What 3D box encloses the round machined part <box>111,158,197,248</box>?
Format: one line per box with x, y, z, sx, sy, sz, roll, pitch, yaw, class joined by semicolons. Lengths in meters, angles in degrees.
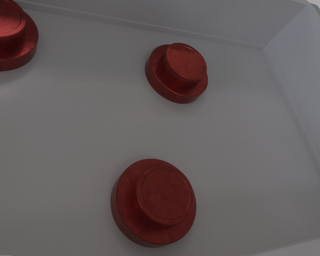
-0.001;0.079;0.346;0.099;0.042;0.098;14;56;-21;round machined part

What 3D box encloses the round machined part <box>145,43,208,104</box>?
0.031;-0.089;0.465;0.099;0.042;0.098;14;56;-21;round machined part

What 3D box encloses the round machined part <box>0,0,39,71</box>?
-0.195;-0.118;0.362;0.099;0.042;0.098;14;56;-21;round machined part
